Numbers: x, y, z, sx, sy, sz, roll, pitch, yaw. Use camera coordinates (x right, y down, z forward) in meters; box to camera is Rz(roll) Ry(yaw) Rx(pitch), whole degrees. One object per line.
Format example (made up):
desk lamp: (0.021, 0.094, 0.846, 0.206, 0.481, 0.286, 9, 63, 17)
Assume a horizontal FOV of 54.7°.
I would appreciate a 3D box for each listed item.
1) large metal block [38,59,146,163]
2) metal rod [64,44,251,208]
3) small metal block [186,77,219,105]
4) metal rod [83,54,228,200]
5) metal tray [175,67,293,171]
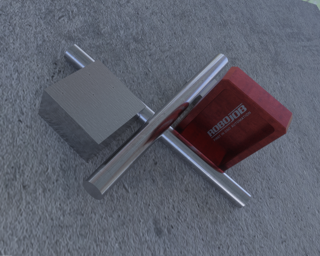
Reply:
large metal block: (-0.078, -0.021, 0.359, 0.080, 0.050, 0.080, 45, 51, 3)
metal rod: (-0.003, -0.002, 0.407, 0.300, 0.025, 0.025, 41, 51, -1)
small metal block: (0.066, -0.058, 0.478, 0.050, 0.025, 0.050, 46, 51, 3)
metal rod: (0.015, -0.023, 0.397, 0.025, 0.025, 0.301, 43, 51, 1)
metal tray: (0.083, -0.004, 0.386, 0.090, 0.129, 0.030, 40, 51, -1)
